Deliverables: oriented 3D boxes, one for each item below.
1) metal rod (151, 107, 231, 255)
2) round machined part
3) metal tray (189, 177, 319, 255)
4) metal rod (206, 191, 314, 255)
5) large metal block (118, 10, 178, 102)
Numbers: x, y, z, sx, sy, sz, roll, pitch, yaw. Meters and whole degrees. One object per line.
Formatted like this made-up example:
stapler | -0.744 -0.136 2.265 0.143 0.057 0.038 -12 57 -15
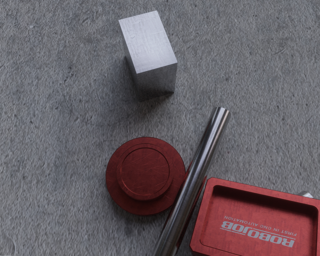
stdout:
metal rod | 0.020 0.105 0.347 0.025 0.025 0.300 23 68 8
round machined part | -0.017 0.057 0.378 0.099 0.042 0.098 0 70 -1
metal tray | 0.107 0.111 0.338 0.130 0.030 0.090 10 55 18
metal rod | 0.049 0.154 0.352 0.302 0.025 0.025 -27 73 -10
large metal block | -0.016 -0.092 0.413 0.050 0.080 0.080 -17 71 -6
